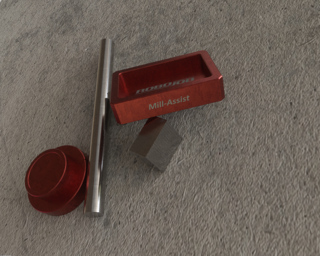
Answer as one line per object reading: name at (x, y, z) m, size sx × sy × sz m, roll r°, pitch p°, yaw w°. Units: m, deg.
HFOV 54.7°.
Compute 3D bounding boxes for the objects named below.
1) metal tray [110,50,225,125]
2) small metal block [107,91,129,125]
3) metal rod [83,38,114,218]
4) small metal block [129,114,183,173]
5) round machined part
metal tray at (0.006, -0.054, 0.390) m, size 0.131 × 0.030 × 0.090 m, roll -13°, pitch 35°, yaw 2°
small metal block at (-0.044, -0.040, 0.450) m, size 0.050 × 0.025 × 0.050 m, roll -31°, pitch 52°, yaw 8°
metal rod at (-0.087, -0.020, 0.459) m, size 0.025 × 0.025 × 0.299 m, roll -15°, pitch 56°, yaw 19°
small metal block at (-0.003, 0.020, 0.376) m, size 0.025 × 0.050 × 0.050 m, roll 20°, pitch 72°, yaw 35°
round machined part at (-0.144, 0.067, 0.425) m, size 0.098 × 0.042 × 0.098 m, roll -13°, pitch 56°, yaw 20°
